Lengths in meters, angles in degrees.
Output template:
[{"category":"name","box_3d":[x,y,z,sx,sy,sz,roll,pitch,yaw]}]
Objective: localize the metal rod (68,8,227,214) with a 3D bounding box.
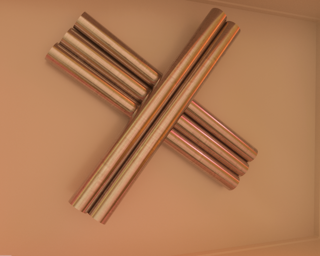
[{"category":"metal rod","box_3d":[-0.007,-0.030,0.379,0.025,0.025,0.300,39,78,-16]}]

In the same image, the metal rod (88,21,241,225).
[{"category":"metal rod","box_3d":[0.012,-0.016,0.387,0.025,0.025,0.300,39,78,-16]}]

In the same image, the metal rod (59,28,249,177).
[{"category":"metal rod","box_3d":[0.004,-0.024,0.410,0.301,0.025,0.025,36,79,-17]}]

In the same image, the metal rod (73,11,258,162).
[{"category":"metal rod","box_3d":[0.019,-0.045,0.416,0.301,0.025,0.025,36,78,-17]}]

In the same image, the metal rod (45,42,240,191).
[{"category":"metal rod","box_3d":[-0.011,-0.005,0.405,0.301,0.025,0.025,36,79,-17]}]
